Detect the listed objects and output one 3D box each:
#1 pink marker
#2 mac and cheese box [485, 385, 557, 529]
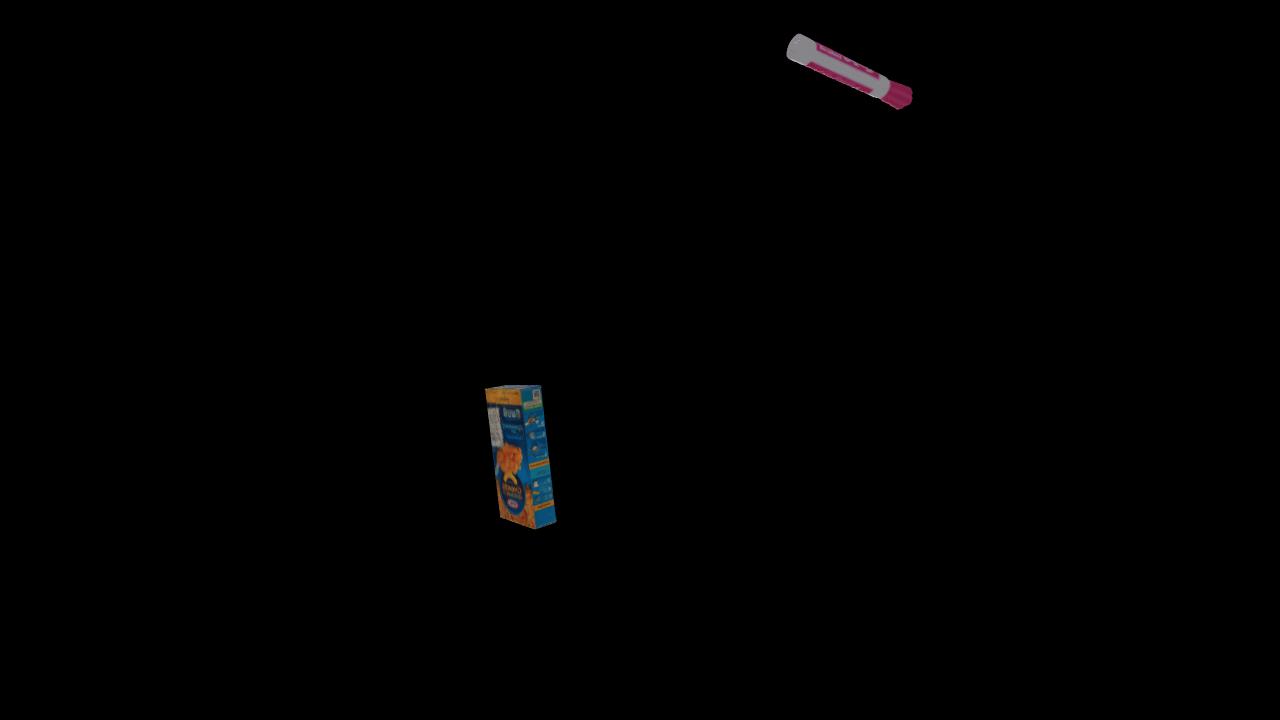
[{"bbox_3d":[0.173,-0.231,0.497,0.121,0.020,0.020,12,-5,-23],"label":"pink marker"},{"bbox_3d":[-0.162,0.126,0.828,0.041,0.184,0.093,-9,5,-44],"label":"mac and cheese box"}]
